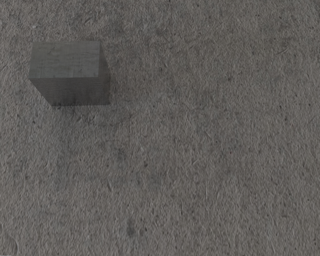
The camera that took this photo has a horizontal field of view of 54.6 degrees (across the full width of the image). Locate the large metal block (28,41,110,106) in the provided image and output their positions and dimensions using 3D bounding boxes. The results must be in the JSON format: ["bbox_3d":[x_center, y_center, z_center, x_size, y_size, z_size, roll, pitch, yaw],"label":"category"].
[{"bbox_3d":[-0.112,-0.068,0.403,0.080,0.080,0.050,-1,70,-1],"label":"large metal block"}]
